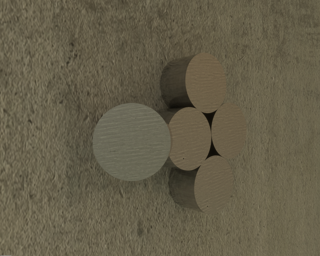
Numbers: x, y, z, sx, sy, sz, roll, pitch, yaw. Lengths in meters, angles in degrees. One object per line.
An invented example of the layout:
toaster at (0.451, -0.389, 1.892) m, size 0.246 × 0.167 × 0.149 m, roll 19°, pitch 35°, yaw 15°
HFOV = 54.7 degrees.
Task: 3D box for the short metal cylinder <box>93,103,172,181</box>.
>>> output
short metal cylinder at (-0.027, 0.015, 0.340) m, size 0.080 × 0.050 × 0.080 m, roll 0°, pitch 89°, yaw 4°

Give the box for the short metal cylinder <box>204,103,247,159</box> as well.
short metal cylinder at (0.084, 0.004, 0.460) m, size 0.081 × 0.050 × 0.080 m, roll 0°, pitch 90°, yaw -40°

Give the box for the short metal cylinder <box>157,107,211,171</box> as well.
short metal cylinder at (0.022, 0.013, 0.408) m, size 0.081 × 0.050 × 0.080 m, roll 0°, pitch 90°, yaw -40°

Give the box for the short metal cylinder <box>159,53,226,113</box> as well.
short metal cylinder at (0.046, -0.060, 0.428) m, size 0.081 × 0.050 × 0.080 m, roll 0°, pitch 90°, yaw -40°

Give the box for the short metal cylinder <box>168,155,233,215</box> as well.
short metal cylinder at (0.058, 0.077, 0.439) m, size 0.081 × 0.050 × 0.080 m, roll 0°, pitch 90°, yaw -40°
